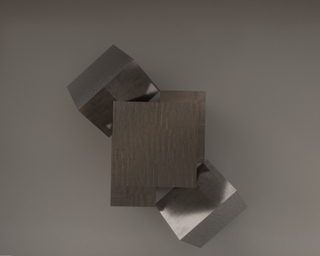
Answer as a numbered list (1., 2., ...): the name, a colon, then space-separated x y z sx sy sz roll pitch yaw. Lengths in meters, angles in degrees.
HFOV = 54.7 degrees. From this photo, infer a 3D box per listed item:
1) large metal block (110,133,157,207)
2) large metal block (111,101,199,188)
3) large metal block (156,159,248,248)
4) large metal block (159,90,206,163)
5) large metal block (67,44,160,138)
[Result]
1. large metal block: -0.029 0.047 0.382 0.050 0.080 0.080 1 90 0
2. large metal block: -0.005 0.015 0.317 0.081 0.050 0.080 2 90 0
3. large metal block: 0.053 0.094 0.375 0.080 0.080 0.050 -41 55 0
4. large metal block: 0.024 -0.001 0.381 0.050 0.080 0.080 1 90 0
5. large metal block: -0.059 -0.048 0.374 0.080 0.080 0.050 -43 125 0
